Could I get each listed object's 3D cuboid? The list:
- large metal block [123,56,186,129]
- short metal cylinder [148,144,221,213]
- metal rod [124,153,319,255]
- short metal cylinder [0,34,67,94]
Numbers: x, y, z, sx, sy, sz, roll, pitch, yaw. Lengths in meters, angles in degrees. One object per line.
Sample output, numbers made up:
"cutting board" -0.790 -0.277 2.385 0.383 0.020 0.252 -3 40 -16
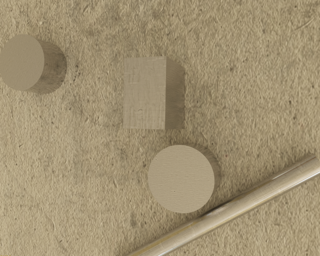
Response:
"large metal block" -0.004 -0.039 0.380 0.050 0.080 0.079 1 91 20
"short metal cylinder" 0.032 0.059 0.384 0.080 0.050 0.079 0 90 19
"metal rod" 0.058 0.118 0.387 0.300 0.025 0.025 -34 79 16
"short metal cylinder" -0.188 -0.093 0.460 0.080 0.050 0.079 0 90 19
